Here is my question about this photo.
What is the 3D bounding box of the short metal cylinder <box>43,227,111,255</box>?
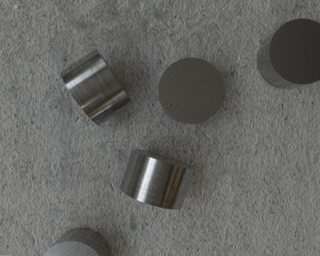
[{"bbox_3d":[-0.107,0.175,0.397,0.081,0.050,0.080,0,90,0],"label":"short metal cylinder"}]

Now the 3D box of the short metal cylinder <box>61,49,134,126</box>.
[{"bbox_3d":[-0.076,-0.050,0.382,0.050,0.080,0.080,-34,90,0],"label":"short metal cylinder"}]

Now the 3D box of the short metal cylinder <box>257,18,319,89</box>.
[{"bbox_3d":[0.172,-0.093,0.399,0.081,0.050,0.080,0,90,0],"label":"short metal cylinder"}]

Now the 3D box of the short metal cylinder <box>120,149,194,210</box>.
[{"bbox_3d":[-0.004,0.061,0.382,0.080,0.080,0.050,18,90,0],"label":"short metal cylinder"}]

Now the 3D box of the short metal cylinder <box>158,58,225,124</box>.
[{"bbox_3d":[0.038,-0.045,0.398,0.081,0.050,0.080,0,90,0],"label":"short metal cylinder"}]
